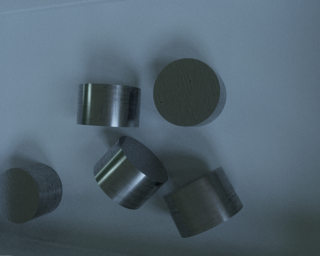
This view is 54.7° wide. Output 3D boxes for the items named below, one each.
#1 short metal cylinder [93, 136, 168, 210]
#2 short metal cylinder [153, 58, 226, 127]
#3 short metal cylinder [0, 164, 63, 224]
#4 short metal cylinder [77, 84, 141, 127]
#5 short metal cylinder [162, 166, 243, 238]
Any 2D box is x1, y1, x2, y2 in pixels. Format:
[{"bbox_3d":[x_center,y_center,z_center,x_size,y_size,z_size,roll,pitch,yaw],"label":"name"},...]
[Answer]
[{"bbox_3d":[-0.036,0.056,0.394,0.080,0.080,0.050,47,104,14],"label":"short metal cylinder"},{"bbox_3d":[0.038,-0.042,0.384,0.080,0.050,0.080,0,90,20],"label":"short metal cylinder"},{"bbox_3d":[-0.196,0.097,0.467,0.080,0.050,0.080,0,90,20],"label":"short metal cylinder"},{"bbox_3d":[-0.066,-0.028,0.405,0.080,0.080,0.050,4,91,20],"label":"short metal cylinder"},{"bbox_3d":[0.049,0.086,0.364,0.080,0.080,0.050,-30,80,17],"label":"short metal cylinder"}]
